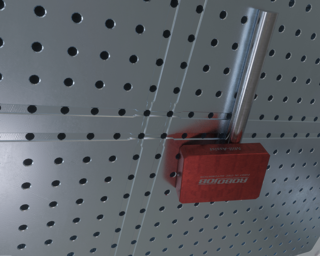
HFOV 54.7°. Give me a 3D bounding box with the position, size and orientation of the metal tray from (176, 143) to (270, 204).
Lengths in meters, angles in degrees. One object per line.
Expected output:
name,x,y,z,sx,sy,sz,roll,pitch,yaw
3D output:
metal tray,0.094,0.070,0.478,0.131,0.030,0.089,-1,119,-9

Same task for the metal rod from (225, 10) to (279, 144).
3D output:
metal rod,0.121,-0.019,0.465,0.025,0.025,0.298,-6,121,-25
